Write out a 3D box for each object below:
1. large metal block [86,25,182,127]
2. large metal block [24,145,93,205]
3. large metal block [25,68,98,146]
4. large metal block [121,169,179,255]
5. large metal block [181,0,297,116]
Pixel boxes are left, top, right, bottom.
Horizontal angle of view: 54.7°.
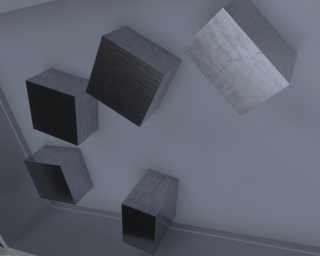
[{"bbox_3d":[-0.033,-0.062,0.372,0.080,0.050,0.079,33,129,6],"label":"large metal block"},{"bbox_3d":[-0.172,0.079,0.533,0.080,0.050,0.080,3,120,27],"label":"large metal block"},{"bbox_3d":[-0.138,-0.031,0.446,0.080,0.050,0.079,19,126,17],"label":"large metal block"},{"bbox_3d":[-0.013,0.121,0.455,0.050,0.080,0.079,16,125,19],"label":"large metal block"},{"bbox_3d":[0.077,-0.071,0.289,0.080,0.080,0.050,47,129,-5],"label":"large metal block"}]
